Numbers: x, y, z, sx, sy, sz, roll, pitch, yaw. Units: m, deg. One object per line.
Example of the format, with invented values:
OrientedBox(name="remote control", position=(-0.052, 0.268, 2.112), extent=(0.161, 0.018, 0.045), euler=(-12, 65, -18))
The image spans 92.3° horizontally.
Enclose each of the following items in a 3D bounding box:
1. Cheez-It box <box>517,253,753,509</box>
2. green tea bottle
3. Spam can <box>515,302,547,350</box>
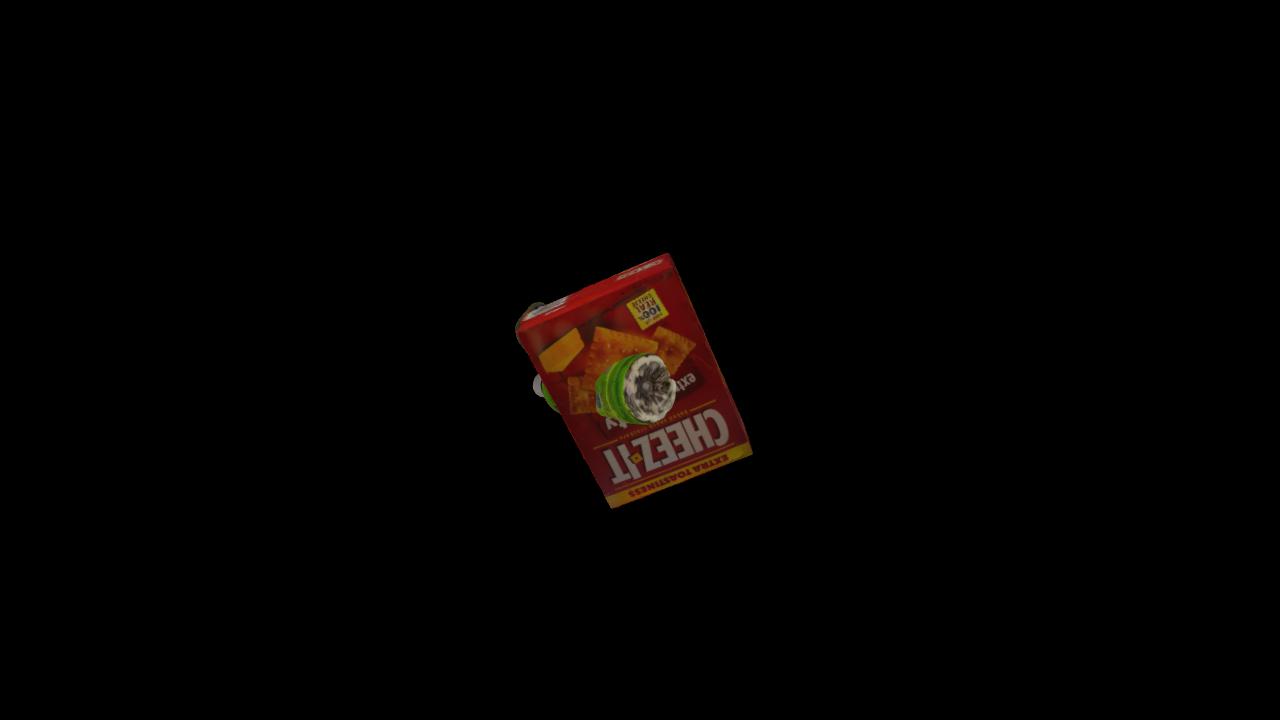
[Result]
OrientedBox(name="Cheez-It box", position=(-0.001, 0.025, 0.633), extent=(0.166, 0.223, 0.071), euler=(-22, 20, 9))
OrientedBox(name="green tea bottle", position=(-0.053, 0.029, 0.661), extent=(0.073, 0.073, 0.212), euler=(0, -1, -40))
OrientedBox(name="Spam can", position=(-0.069, -0.015, 0.662), extent=(0.085, 0.058, 0.101), euler=(0, -45, 37))
